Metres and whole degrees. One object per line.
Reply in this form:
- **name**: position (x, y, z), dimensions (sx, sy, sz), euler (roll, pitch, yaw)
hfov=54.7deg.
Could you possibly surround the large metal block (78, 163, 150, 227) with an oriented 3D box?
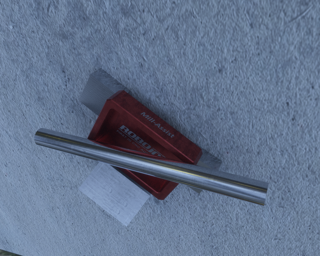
- **large metal block**: position (-0.059, 0.087, 0.445), dimensions (0.080, 0.080, 0.050), euler (37, 87, 3)

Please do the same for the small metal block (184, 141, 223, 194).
- **small metal block**: position (0.047, 0.053, 0.415), dimensions (0.050, 0.025, 0.050), euler (33, 129, 6)

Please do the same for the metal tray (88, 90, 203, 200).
- **metal tray**: position (-0.023, 0.024, 0.397), dimensions (0.130, 0.030, 0.089), euler (37, 129, 2)

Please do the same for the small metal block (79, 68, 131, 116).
- **small metal block**: position (-0.075, -0.044, 0.419), dimensions (0.050, 0.025, 0.050), euler (38, 129, 2)

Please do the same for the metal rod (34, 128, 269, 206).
- **metal rod**: position (-0.027, 0.040, 0.375), dimensions (0.301, 0.025, 0.025), euler (12, 123, 21)
